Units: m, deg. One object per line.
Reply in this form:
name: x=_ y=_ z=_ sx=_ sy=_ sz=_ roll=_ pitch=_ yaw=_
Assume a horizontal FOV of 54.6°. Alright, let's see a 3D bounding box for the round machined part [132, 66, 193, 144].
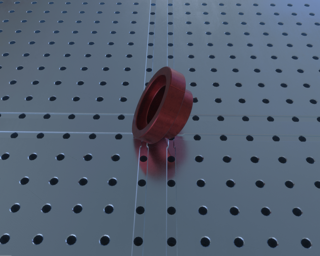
round machined part: x=0.006 y=-0.025 z=0.394 sx=0.042 sy=0.098 sz=0.098 roll=23 pitch=47 yaw=-21
